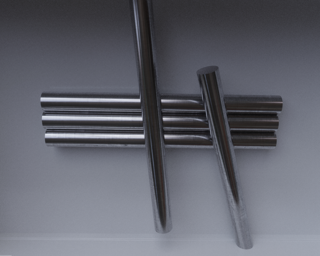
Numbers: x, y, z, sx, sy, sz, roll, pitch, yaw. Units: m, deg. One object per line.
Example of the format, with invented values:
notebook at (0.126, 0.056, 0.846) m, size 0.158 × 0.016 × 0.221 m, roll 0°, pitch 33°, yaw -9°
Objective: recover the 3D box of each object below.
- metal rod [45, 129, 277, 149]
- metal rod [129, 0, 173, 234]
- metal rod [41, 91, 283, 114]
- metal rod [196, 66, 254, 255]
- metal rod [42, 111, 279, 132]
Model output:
metal rod at (0.002, 0.014, 0.415) m, size 0.302 × 0.025 × 0.025 m, roll 1°, pitch 110°, yaw -1°
metal rod at (-0.008, 0.001, 0.383) m, size 0.025 × 0.025 × 0.298 m, roll -5°, pitch 110°, yaw 1°
metal rod at (0.003, -0.032, 0.398) m, size 0.302 × 0.025 × 0.025 m, roll 1°, pitch 110°, yaw -1°
metal rod at (0.093, 0.062, 0.413) m, size 0.025 × 0.025 × 0.298 m, roll -15°, pitch 117°, yaw 5°
metal rod at (0.002, -0.009, 0.407) m, size 0.302 × 0.025 × 0.025 m, roll 1°, pitch 110°, yaw -1°
